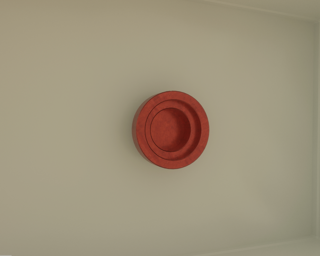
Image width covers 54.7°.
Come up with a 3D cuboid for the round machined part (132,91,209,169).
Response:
[{"bbox_3d":[0.011,0.002,0.403,0.099,0.042,0.097,0,90,-21],"label":"round machined part"}]
